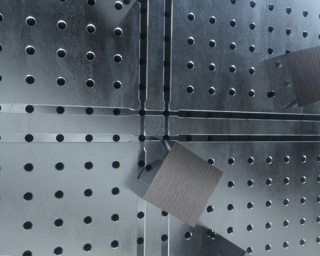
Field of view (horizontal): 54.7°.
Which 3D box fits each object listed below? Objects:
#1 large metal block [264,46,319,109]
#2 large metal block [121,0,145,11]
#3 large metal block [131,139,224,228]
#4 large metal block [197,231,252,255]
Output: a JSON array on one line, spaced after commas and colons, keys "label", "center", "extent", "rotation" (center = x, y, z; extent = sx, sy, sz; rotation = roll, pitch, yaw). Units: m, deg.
[{"label": "large metal block", "center": [0.219, -0.079, 0.482], "extent": [0.081, 0.050, 0.080], "rotation": [-16, 96, -20]}, {"label": "large metal block", "center": [-0.033, -0.201, 0.372], "extent": [0.050, 0.080, 0.080], "rotation": [-41, 103, -16]}, {"label": "large metal block", "center": [0.023, 0.071, 0.409], "extent": [0.080, 0.050, 0.080], "rotation": [33, 79, -17]}, {"label": "large metal block", "center": [0.087, 0.199, 0.417], "extent": [0.050, 0.080, 0.080], "rotation": [42, 77, -16]}]
